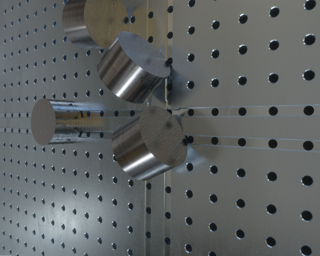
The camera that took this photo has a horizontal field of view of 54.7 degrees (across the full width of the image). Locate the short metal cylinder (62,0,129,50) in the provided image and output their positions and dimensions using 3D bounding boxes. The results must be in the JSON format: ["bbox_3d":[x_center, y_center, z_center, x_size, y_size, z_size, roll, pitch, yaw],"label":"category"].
[{"bbox_3d":[-0.092,-0.155,0.450,0.050,0.081,0.079,8,96,40],"label":"short metal cylinder"}]

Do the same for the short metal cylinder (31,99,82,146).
[{"bbox_3d":[-0.183,-0.010,0.544,0.080,0.050,0.079,0,90,40],"label":"short metal cylinder"}]

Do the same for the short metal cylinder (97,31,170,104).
[{"bbox_3d":[-0.034,-0.078,0.401,0.050,0.081,0.080,-45,63,31],"label":"short metal cylinder"}]

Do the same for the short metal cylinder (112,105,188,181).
[{"bbox_3d":[-0.012,0.019,0.383,0.050,0.081,0.080,-31,71,36],"label":"short metal cylinder"}]
